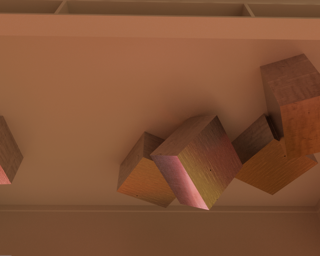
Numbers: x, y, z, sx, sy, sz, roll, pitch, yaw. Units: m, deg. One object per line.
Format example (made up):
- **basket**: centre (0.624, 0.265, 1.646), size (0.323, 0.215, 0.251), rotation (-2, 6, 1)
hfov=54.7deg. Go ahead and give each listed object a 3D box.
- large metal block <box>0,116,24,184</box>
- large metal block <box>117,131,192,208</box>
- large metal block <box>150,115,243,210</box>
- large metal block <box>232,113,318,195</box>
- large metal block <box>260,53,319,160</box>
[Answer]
- **large metal block**: centre (-0.246, 0.032, 0.417), size (0.080, 0.050, 0.080), rotation (-3, 130, 2)
- **large metal block**: centre (-0.006, 0.062, 0.445), size (0.080, 0.050, 0.080), rotation (23, 126, -19)
- **large metal block**: centre (0.048, 0.041, 0.386), size (0.050, 0.080, 0.080), rotation (-5, 121, 52)
- **large metal block**: centre (0.149, 0.038, 0.427), size (0.080, 0.050, 0.080), rotation (26, 125, -21)
- **large metal block**: centre (0.155, -0.025, 0.353), size (0.050, 0.080, 0.080), rotation (-16, 128, 12)
